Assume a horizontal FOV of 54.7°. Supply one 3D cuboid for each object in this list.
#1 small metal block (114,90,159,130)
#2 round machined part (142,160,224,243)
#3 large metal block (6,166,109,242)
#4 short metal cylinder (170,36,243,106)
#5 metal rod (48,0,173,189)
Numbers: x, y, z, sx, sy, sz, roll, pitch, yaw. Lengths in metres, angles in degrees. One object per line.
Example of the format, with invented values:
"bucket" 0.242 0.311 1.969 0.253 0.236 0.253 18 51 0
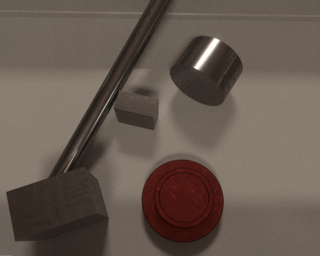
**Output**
"small metal block" -0.029 -0.022 0.404 0.050 0.050 0.025 13 71 4
"round machined part" 0.027 0.085 0.370 0.099 0.042 0.098 0 70 -1
"large metal block" -0.109 0.088 0.347 0.081 0.080 0.050 -18 72 -7
"short metal cylinder" 0.061 -0.073 0.408 0.080 0.080 0.050 31 73 10
"metal rod" -0.057 -0.061 0.396 0.025 0.025 0.299 28 85 9
